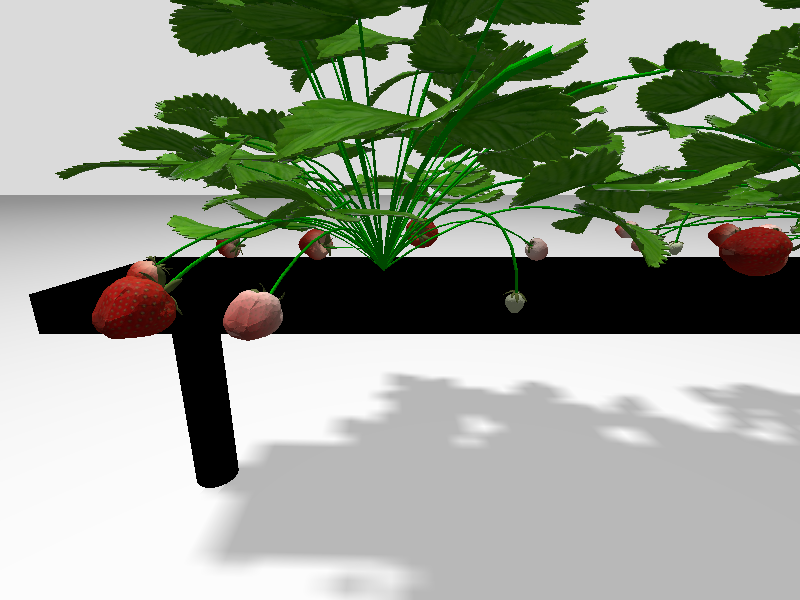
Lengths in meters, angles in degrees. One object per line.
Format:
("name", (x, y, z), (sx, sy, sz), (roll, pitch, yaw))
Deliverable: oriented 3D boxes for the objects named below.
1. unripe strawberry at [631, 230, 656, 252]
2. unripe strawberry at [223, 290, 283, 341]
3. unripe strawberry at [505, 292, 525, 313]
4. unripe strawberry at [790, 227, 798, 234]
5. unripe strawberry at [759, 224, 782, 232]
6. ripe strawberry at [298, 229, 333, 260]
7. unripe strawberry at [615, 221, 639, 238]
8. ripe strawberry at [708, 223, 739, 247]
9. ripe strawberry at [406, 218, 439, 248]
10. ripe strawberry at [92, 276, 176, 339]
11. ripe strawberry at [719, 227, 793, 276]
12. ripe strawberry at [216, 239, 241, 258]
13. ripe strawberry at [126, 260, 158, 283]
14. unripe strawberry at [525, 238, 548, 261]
("unripe strawberry", (0.264, -0.062, 0.432), (0.026, 0.025, 0.028), (-21, 5, 30))
("unripe strawberry", (-0.071, 0.009, 0.190), (0.028, 0.025, 0.025), (5, 36, 17))
("unripe strawberry", (0.061, 0.002, 0.213), (0.011, 0.011, 0.010), (-8, 18, -26))
("unripe strawberry", (0.508, -0.090, 0.515), (0.009, 0.010, 0.010), (7, 18, 22))
("unripe strawberry", (0.431, -0.076, 0.473), (0.031, 0.028, 0.028), (-1, 16, -2))
("ripe strawberry", (-0.085, -0.055, 0.399), (0.031, 0.031, 0.034), (10, 19, 33))
("unripe strawberry", (0.312, -0.097, 0.553), (0.027, 0.023, 0.027), (-9, 18, -29))
("ripe strawberry", (0.389, -0.078, 0.483), (0.028, 0.030, 0.031), (-5, 17, -18))
("ripe strawberry", (0.027, -0.080, 0.473), (0.039, 0.035, 0.036), (5, 16, 17))
("ripe strawberry", (-0.128, 0.005, 0.191), (0.035, 0.031, 0.031), (11, 38, 32))
("ripe strawberry", (0.285, -0.039, 0.325), (0.041, 0.040, 0.045), (-3, 17, -10))
("ripe strawberry", (-0.176, -0.056, 0.410), (0.024, 0.026, 0.022), (5, 17, 20))
("ripe strawberry", (-0.172, -0.013, 0.269), (0.022, 0.026, 0.026), (44, -10, -32))
("unripe strawberry", (0.138, -0.050, 0.402), (0.022, 0.022, 0.021), (25, 7, -23))
